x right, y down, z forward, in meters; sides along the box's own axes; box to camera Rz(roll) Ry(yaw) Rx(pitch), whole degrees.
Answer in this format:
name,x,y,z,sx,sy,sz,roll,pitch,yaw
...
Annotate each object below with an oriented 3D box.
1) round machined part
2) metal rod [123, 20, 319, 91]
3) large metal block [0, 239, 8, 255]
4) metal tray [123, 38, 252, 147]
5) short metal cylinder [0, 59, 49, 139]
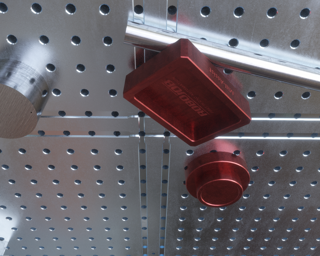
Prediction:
name,x,y,z,sx,sy,sz,roll,pitch,yaw
round machined part,0.089,0.085,0.475,0.099,0.042,0.097,-1,130,-1
metal rod,0.110,-0.072,0.352,0.302,0.025,0.025,11,129,-10
large metal block,-0.359,0.245,0.598,0.080,0.050,0.080,36,121,-27
metal tray,0.034,-0.033,0.360,0.090,0.030,0.130,-27,133,33
short metal cylinder,-0.178,-0.034,0.364,0.081,0.050,0.079,0,130,0
